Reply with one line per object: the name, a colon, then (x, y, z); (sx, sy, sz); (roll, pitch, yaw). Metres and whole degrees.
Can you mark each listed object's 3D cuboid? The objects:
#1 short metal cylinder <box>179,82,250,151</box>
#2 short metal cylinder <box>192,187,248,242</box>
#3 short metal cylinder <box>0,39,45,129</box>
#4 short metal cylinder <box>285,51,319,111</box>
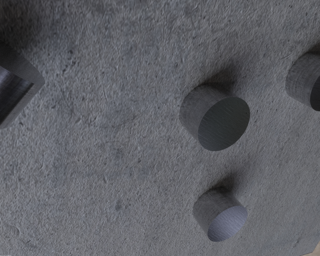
short metal cylinder: (0.074, -0.015, 0.421); (0.081, 0.050, 0.079); (-14, 124, -21)
short metal cylinder: (0.104, 0.150, 0.540); (0.081, 0.050, 0.079); (-14, 124, -21)
short metal cylinder: (-0.148, -0.044, 0.263); (0.050, 0.080, 0.080); (-48, 129, 6)
short metal cylinder: (0.243, -0.072, 0.478); (0.081, 0.050, 0.079); (-14, 124, -21)
